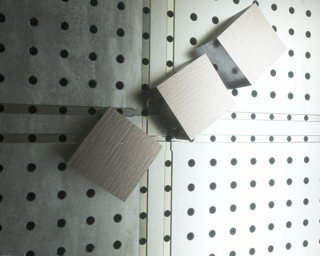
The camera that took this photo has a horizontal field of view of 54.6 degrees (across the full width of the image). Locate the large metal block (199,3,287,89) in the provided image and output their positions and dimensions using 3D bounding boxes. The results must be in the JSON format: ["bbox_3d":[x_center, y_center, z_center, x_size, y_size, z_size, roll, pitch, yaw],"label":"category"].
[{"bbox_3d":[0.118,-0.114,0.442,0.080,0.050,0.080,-44,104,-15],"label":"large metal block"}]

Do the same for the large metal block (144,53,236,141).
[{"bbox_3d":[0.040,-0.040,0.414,0.080,0.050,0.080,-37,102,-16],"label":"large metal block"}]

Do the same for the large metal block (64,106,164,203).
[{"bbox_3d":[-0.057,0.030,0.378,0.080,0.050,0.080,38,78,-16],"label":"large metal block"}]
